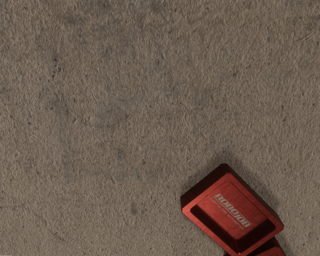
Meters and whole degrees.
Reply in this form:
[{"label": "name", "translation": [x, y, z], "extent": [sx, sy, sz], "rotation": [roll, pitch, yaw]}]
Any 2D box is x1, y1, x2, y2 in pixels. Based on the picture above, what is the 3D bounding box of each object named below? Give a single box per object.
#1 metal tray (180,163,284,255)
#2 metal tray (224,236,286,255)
[{"label": "metal tray", "translation": [0.105, 0.125, 0.454], "extent": [0.090, 0.030, 0.130], "rotation": [-42, 105, 13]}, {"label": "metal tray", "translation": [0.172, 0.242, 0.498], "extent": [0.090, 0.030, 0.130], "rotation": [-30, 108, 10]}]
